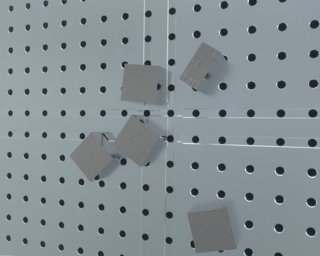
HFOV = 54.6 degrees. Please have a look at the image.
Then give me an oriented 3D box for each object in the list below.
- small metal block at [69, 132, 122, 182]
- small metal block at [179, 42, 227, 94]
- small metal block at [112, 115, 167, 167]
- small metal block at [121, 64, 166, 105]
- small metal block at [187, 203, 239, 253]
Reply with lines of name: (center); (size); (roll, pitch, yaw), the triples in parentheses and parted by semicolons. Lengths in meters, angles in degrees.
small metal block: (-0.093, 0.041, 0.446); (0.050, 0.025, 0.050); (-45, 76, 14)
small metal block: (0.054, -0.072, 0.380); (0.025, 0.050, 0.050); (36, 102, 16)
small metal block: (-0.028, 0.017, 0.423); (0.050, 0.025, 0.050); (37, 102, 16)
small metal block: (-0.023, -0.059, 0.421); (0.050, 0.025, 0.050); (8, 93, 20)
small metal block: (0.067, 0.125, 0.389); (0.050, 0.025, 0.050); (-14, 85, 19)
